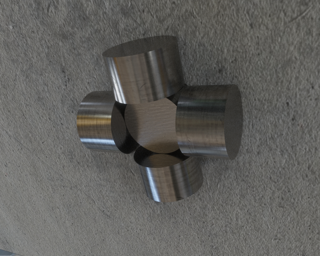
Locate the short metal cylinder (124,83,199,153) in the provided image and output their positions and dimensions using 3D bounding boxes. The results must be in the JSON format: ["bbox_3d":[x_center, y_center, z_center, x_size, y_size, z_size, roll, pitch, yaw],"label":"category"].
[{"bbox_3d":[0.004,-0.016,0.379,0.080,0.050,0.079,13,124,20],"label":"short metal cylinder"}]

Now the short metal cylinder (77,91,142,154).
[{"bbox_3d":[-0.060,-0.008,0.398,0.050,0.080,0.079,2,119,27],"label":"short metal cylinder"}]

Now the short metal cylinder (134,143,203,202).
[{"bbox_3d":[0.012,0.049,0.395,0.080,0.080,0.050,1,118,27],"label":"short metal cylinder"}]

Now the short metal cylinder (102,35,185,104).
[{"bbox_3d":[-0.017,-0.066,0.339,0.080,0.080,0.050,2,120,27],"label":"short metal cylinder"}]

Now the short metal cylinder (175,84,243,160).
[{"bbox_3d":[0.056,-0.007,0.338,0.050,0.080,0.079,2,119,27],"label":"short metal cylinder"}]
